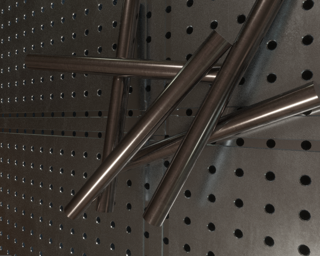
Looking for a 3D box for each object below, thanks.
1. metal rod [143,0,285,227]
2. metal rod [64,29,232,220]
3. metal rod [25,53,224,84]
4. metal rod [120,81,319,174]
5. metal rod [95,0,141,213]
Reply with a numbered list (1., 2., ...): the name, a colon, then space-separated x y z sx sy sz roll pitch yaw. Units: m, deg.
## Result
1. metal rod: 0.058 -0.025 0.331 0.025 0.025 0.298 34 102 34
2. metal rod: -0.027 0.011 0.373 0.299 0.025 0.025 -48 61 21
3. metal rod: -0.061 -0.081 0.411 0.301 0.025 0.025 9 96 25
4. metal rod: 0.037 0.014 0.377 0.299 0.025 0.025 -23 76 37
5. metal rod: -0.058 -0.034 0.433 0.025 0.025 0.298 5 87 39
